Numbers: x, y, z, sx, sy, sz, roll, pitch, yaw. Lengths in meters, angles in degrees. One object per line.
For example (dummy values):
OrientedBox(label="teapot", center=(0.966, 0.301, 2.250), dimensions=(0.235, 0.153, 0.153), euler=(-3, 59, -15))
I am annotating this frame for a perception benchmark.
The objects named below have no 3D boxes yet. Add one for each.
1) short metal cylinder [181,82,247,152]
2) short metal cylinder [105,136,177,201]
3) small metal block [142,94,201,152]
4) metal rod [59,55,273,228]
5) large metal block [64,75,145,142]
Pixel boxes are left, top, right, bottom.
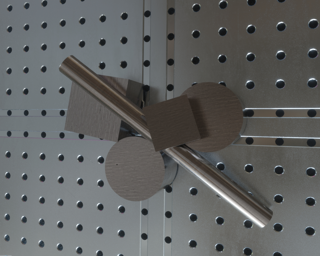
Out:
OrientedBox(label="short metal cylinder", center=(0.061, -0.012, 0.374), dimensions=(0.080, 0.050, 0.079), euler=(0, 90, 20))
OrientedBox(label="short metal cylinder", center=(-0.024, 0.050, 0.404), dimensions=(0.080, 0.050, 0.079), euler=(0, 90, 20))
OrientedBox(label="small metal block", center=(0.013, -0.004, 0.343), dimensions=(0.050, 0.025, 0.050), euler=(-17, 84, 1))
OrientedBox(label="metal rod", center=(0.006, 0.015, 0.369), dimensions=(0.300, 0.025, 0.025), euler=(38, 103, 1))
OrientedBox(label="large metal block", center=(-0.074, -0.029, 0.419), dimensions=(0.080, 0.050, 0.079), euler=(12, 94, 19))
